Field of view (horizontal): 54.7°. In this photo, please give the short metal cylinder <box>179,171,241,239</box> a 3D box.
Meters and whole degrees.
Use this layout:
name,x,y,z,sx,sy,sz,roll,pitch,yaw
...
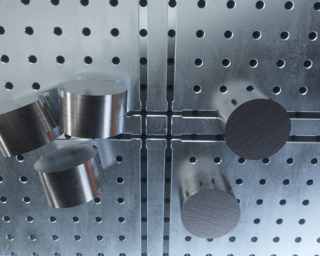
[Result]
name,x,y,z,sx,sy,sz,roll,pitch,yaw
short metal cylinder,0.068,0.108,0.441,0.081,0.050,0.079,0,110,0

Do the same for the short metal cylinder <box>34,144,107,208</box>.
name,x,y,z,sx,sy,sz,roll,pitch,yaw
short metal cylinder,-0.115,0.060,0.405,0.080,0.080,0.050,-9,110,3

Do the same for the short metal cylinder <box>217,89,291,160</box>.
name,x,y,z,sx,sy,sz,roll,pitch,yaw
short metal cylinder,0.119,-0.006,0.399,0.081,0.050,0.079,0,110,0

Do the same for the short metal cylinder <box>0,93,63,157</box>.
name,x,y,z,sx,sy,sz,roll,pitch,yaw
short metal cylinder,-0.165,-0.006,0.380,0.080,0.080,0.050,-16,110,5

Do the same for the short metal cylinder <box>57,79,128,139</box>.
name,x,y,z,sx,sy,sz,roll,pitch,yaw
short metal cylinder,-0.081,-0.026,0.374,0.081,0.080,0.050,4,110,-2
